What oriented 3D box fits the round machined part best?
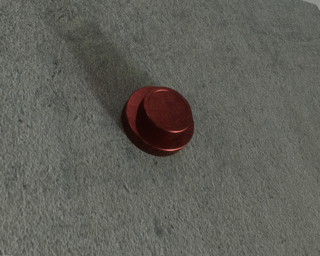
[{"bbox_3d":[0.003,-0.015,0.406,0.099,0.042,0.098,14,56,-21],"label":"round machined part"}]
